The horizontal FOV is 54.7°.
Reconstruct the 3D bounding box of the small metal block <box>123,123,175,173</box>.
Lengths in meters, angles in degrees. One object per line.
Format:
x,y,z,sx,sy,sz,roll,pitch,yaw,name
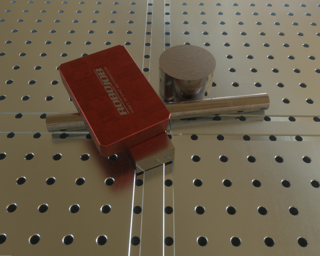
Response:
-0.015,0.022,0.387,0.050,0.025,0.050,-18,53,-15,small metal block

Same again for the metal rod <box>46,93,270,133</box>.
0.001,-0.022,0.426,0.302,0.025,0.025,-6,50,-6,metal rod

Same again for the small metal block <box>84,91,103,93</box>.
-0.096,-0.070,0.448,0.050,0.050,0.025,-25,55,-20,small metal block

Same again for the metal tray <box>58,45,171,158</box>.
-0.058,-0.038,0.385,0.091,0.030,0.130,-25,66,-19,metal tray

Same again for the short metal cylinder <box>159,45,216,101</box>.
0.039,-0.078,0.457,0.081,0.050,0.080,0,50,0,short metal cylinder
